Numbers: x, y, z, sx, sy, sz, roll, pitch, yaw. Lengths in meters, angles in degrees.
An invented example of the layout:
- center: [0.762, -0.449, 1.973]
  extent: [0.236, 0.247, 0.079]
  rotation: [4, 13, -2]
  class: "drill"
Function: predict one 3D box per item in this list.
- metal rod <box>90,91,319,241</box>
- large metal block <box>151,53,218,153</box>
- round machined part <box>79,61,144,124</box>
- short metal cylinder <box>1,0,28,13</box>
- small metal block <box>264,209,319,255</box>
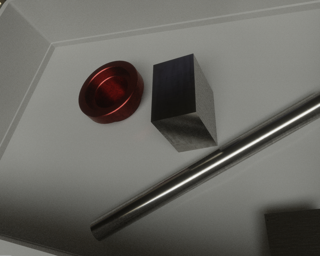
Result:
- center: [0.053, 0.046, 0.349]
  extent: [0.300, 0.025, 0.025]
  rotation: [-31, 52, 7]
  class: "metal rod"
- center: [0.031, -0.027, 0.370]
  extent: [0.050, 0.080, 0.080]
  rotation: [-12, 57, 21]
  class: "large metal block"
- center: [-0.067, -0.048, 0.458]
  extent: [0.098, 0.042, 0.098]
  rotation: [-13, 56, 20]
  class: "round machined part"
- center: [-0.378, -0.335, 0.773]
  extent: [0.080, 0.080, 0.050]
  rotation: [31, 79, 37]
  class: "short metal cylinder"
- center: [0.125, 0.103, 0.277]
  extent: [0.050, 0.025, 0.050]
  rotation: [-12, 57, 21]
  class: "small metal block"
